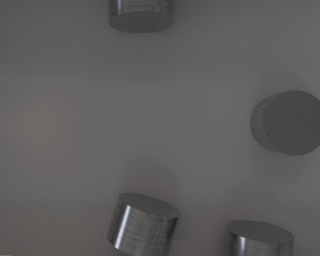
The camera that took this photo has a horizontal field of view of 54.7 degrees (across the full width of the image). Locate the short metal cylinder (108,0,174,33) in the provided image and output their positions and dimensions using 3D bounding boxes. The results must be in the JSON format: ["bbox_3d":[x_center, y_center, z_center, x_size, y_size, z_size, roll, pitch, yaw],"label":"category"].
[{"bbox_3d":[-0.024,-0.155,0.383,0.081,0.080,0.050,-3,90,0],"label":"short metal cylinder"}]

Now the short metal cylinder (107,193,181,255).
[{"bbox_3d":[-0.020,0.119,0.384,0.080,0.080,0.050,17,90,0],"label":"short metal cylinder"}]

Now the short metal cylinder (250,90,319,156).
[{"bbox_3d":[0.164,-0.006,0.400,0.081,0.050,0.080,0,90,0],"label":"short metal cylinder"}]

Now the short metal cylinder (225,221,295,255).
[{"bbox_3d":[0.122,0.152,0.385,0.080,0.080,0.050,4,90,0],"label":"short metal cylinder"}]
